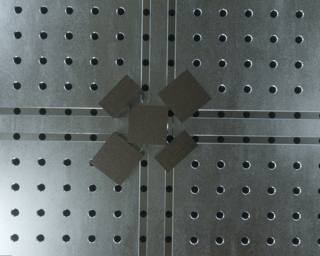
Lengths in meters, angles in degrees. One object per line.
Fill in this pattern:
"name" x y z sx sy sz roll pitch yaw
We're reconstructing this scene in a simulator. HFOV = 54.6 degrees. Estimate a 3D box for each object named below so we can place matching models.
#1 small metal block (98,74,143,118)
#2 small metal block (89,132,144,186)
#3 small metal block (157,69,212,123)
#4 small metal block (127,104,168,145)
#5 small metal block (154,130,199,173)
"small metal block" -0.049 -0.039 0.400 0.025 0.050 0.050 44 91 -1
"small metal block" -0.056 0.040 0.413 0.050 0.025 0.050 38 89 -1
"small metal block" 0.032 -0.041 0.413 0.050 0.025 0.050 -40 90 0
"small metal block" -0.015 -0.004 0.413 0.050 0.025 0.050 4 89 1
"small metal block" 0.020 0.028 0.401 0.050 0.050 0.025 -42 90 0
